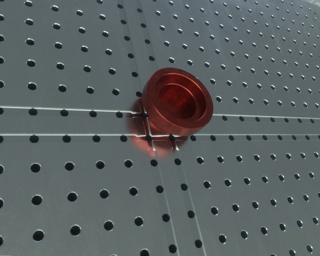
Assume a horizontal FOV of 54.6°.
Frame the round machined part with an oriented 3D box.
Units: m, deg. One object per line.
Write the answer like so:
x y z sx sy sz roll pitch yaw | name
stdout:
0.021 -0.032 0.427 0.099 0.042 0.098 13 56 -21 | round machined part
